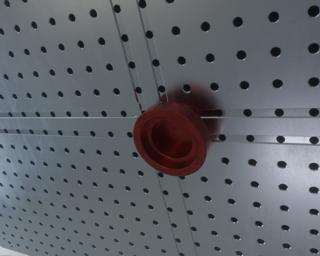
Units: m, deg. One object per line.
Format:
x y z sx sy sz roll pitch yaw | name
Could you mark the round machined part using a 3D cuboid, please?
0.018 0.010 0.397 0.098 0.042 0.097 13 124 21 | round machined part
